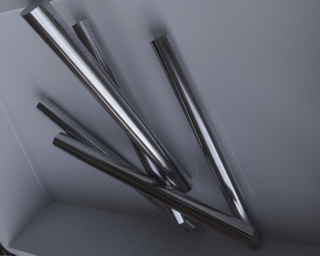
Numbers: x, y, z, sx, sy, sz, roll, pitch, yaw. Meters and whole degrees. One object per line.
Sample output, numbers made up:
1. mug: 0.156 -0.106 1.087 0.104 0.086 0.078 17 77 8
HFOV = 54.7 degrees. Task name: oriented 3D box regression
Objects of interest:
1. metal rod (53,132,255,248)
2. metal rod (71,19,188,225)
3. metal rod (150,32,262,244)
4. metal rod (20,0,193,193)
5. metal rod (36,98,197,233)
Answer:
1. metal rod: -0.023 0.074 0.416 0.301 0.025 0.025 23 127 20
2. metal rod: -0.034 0.002 0.416 0.025 0.025 0.299 -16 107 34
3. metal rod: 0.065 0.026 0.389 0.025 0.025 0.299 -15 111 34
4. metal rod: -0.033 -0.007 0.345 0.025 0.025 0.300 -6 140 31
5. metal rod: -0.067 0.057 0.478 0.300 0.025 0.025 39 129 1
